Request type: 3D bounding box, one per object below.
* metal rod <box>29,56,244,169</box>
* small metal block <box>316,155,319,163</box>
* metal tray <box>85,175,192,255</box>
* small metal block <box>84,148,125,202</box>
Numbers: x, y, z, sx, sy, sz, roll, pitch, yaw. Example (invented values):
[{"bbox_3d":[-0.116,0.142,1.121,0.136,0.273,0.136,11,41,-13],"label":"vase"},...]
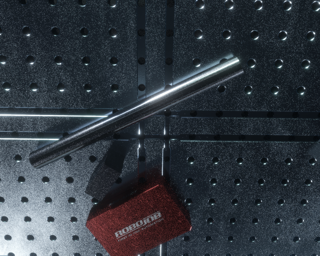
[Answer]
[{"bbox_3d":[-0.037,-0.017,0.406,0.301,0.025,0.025,-24,109,8],"label":"metal rod"},{"bbox_3d":[0.260,0.047,0.435,0.050,0.025,0.050,40,105,-14],"label":"small metal block"},{"bbox_3d":[-0.031,0.137,0.461,0.130,0.030,0.090,-29,108,10],"label":"metal tray"},{"bbox_3d":[-0.074,0.063,0.422,0.025,0.050,0.050,33,107,-12],"label":"small metal block"}]
